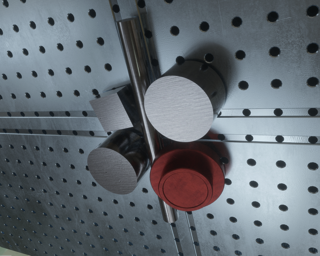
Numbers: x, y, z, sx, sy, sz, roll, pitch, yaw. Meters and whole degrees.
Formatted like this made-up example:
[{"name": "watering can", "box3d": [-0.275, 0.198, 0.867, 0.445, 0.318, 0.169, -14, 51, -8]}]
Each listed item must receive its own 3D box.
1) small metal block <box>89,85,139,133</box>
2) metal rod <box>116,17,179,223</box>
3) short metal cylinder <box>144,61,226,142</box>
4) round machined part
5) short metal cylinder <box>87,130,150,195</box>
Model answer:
[{"name": "small metal block", "box3d": [-0.060, -0.025, 0.422, 0.050, 0.025, 0.050, -12, 113, 33]}, {"name": "metal rod", "box3d": [-0.010, 0.008, 0.416, 0.025, 0.025, 0.298, 3, 120, 27]}, {"name": "short metal cylinder", "box3d": [0.029, -0.031, 0.355, 0.080, 0.050, 0.079, 13, 124, 21]}, {"name": "round machined part", "box3d": [0.035, 0.069, 0.404, 0.099, 0.042, 0.097, 4, 117, 8]}, {"name": "short metal cylinder", "box3d": [-0.057, 0.049, 0.450, 0.080, 0.050, 0.079, 13, 124, 21]}]
